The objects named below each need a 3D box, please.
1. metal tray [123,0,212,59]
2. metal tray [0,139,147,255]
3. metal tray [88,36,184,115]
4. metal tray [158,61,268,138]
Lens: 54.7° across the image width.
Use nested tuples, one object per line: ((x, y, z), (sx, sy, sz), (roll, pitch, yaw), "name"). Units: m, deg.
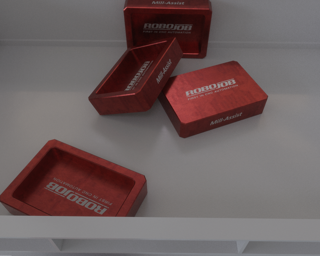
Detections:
((0.012, -0.157, 0.494), (0.131, 0.090, 0.030), (2, 50, 1), "metal tray")
((-0.091, 0.073, 0.339), (0.130, 0.030, 0.090), (20, 53, 15), "metal tray")
((-0.031, -0.075, 0.439), (0.090, 0.030, 0.130), (-2, 44, 35), "metal tray")
((0.072, -0.044, 0.439), (0.131, 0.030, 0.090), (-17, 52, -14), "metal tray")
